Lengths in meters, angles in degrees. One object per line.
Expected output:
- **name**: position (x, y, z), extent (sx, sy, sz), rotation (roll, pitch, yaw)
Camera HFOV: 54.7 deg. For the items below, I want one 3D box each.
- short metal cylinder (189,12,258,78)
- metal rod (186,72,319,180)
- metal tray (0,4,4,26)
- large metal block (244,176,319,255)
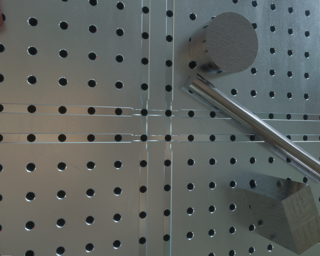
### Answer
- **short metal cylinder**: position (0.088, -0.113, 0.431), extent (0.081, 0.050, 0.079), rotation (0, 90, -20)
- **metal rod**: position (0.165, 0.009, 0.473), extent (0.301, 0.025, 0.025), rotation (32, 80, -17)
- **metal tray**: position (-0.243, -0.150, 0.319), extent (0.131, 0.030, 0.089), rotation (-11, 94, -20)
- **large metal block**: position (0.178, 0.122, 0.449), extent (0.050, 0.080, 0.080), rotation (-23, 98, -19)
